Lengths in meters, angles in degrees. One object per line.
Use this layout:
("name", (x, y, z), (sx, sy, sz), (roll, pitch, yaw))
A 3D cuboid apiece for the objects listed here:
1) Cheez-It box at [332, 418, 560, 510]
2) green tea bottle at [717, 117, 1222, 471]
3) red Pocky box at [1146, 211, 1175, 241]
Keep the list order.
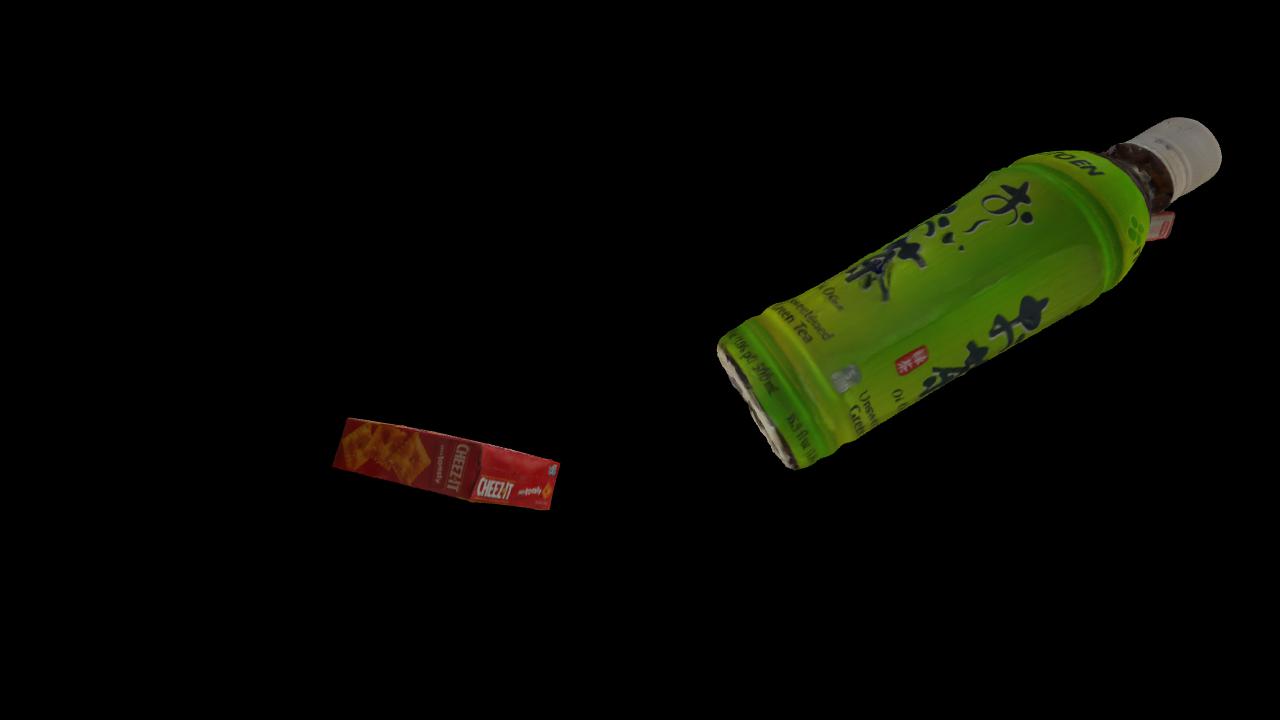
("Cheez-It box", (-0.237, 0.131, 0.772), (0.223, 0.071, 0.166), (6, -12, 26))
("green tea bottle", (0.138, -0.034, 0.265), (0.212, 0.073, 0.073), (-33, -2, 3))
("red Pocky box", (0.413, -0.129, 0.574), (0.155, 0.028, 0.083), (-10, 28, -26))
